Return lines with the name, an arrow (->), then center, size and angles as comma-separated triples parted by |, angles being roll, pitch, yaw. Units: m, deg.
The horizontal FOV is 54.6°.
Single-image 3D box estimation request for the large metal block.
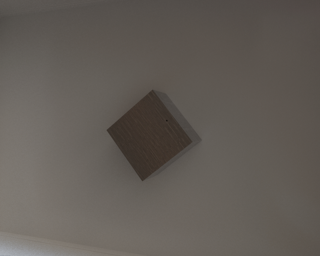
large metal block -> -0.007, 0.009, 0.400 | 0.080, 0.050, 0.080 | -40, 78, 15
